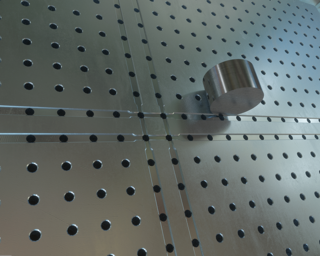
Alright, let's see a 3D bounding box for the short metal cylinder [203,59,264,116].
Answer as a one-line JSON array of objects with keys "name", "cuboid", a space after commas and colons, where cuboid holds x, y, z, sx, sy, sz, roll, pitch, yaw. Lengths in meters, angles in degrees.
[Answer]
[{"name": "short metal cylinder", "cuboid": [0.110, -0.059, 0.471, 0.081, 0.080, 0.050, 4, 60, -27]}]
